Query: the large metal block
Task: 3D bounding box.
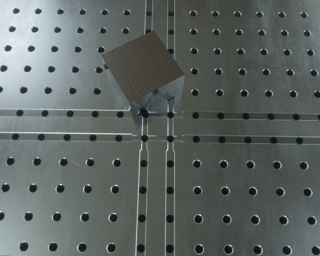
[{"bbox_3d":[-0.023,-0.073,0.425,0.080,0.050,0.080,-28,73,-10],"label":"large metal block"}]
